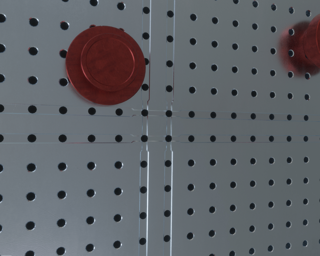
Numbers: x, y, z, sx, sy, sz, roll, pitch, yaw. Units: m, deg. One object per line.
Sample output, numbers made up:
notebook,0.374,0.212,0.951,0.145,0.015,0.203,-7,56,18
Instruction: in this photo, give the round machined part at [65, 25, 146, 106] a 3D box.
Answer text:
round machined part,-0.064,-0.077,0.380,0.099,0.042,0.097,0,90,-20

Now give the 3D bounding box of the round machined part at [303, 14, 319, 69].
round machined part,0.275,-0.139,0.504,0.099,0.042,0.097,0,90,-20
